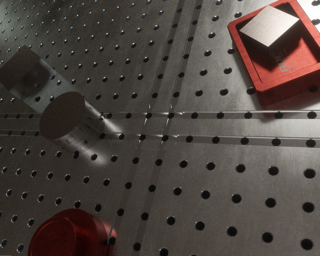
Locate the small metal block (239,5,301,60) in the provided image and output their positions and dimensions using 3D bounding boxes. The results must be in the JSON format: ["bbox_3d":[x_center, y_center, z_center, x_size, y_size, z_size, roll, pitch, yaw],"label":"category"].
[{"bbox_3d":[0.139,-0.122,0.393,0.050,0.025,0.050,-42,52,-1],"label":"small metal block"}]

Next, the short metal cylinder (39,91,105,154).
[{"bbox_3d":[-0.131,-0.008,0.463,0.080,0.050,0.080,-13,56,20],"label":"short metal cylinder"}]

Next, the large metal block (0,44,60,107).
[{"bbox_3d":[-0.249,-0.099,0.581,0.080,0.050,0.080,-49,52,-6],"label":"large metal block"}]

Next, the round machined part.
[{"bbox_3d":[-0.116,0.144,0.368,0.098,0.042,0.098,-13,56,20],"label":"round machined part"}]

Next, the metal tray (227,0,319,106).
[{"bbox_3d":[0.147,-0.100,0.388,0.090,0.030,0.130,-21,54,15],"label":"metal tray"}]
